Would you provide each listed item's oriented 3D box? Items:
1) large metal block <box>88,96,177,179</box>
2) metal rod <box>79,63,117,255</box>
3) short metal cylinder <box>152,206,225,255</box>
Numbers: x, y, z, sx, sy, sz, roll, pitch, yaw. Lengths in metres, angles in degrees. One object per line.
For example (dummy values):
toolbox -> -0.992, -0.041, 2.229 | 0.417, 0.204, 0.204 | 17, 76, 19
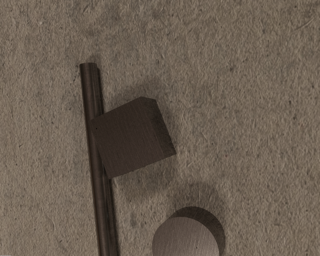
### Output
large metal block -> -0.035, 0.013, 0.407 | 0.080, 0.050, 0.080 | -23, 83, 18
metal rod -> -0.086, 0.058, 0.438 | 0.025, 0.025, 0.298 | -7, 88, 19
short metal cylinder -> 0.037, 0.143, 0.382 | 0.080, 0.050, 0.079 | 0, 90, 19
